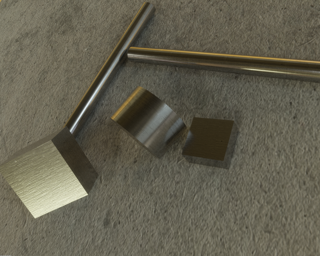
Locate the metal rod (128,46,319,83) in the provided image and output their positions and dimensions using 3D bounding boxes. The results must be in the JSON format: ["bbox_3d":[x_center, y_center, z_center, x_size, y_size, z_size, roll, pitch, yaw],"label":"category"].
[{"bbox_3d":[0.078,-0.088,0.415,0.300,0.025,0.025,14,69,33],"label":"metal rod"}]

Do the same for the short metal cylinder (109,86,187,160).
[{"bbox_3d":[-0.015,-0.006,0.379,0.080,0.080,0.050,35,81,38],"label":"short metal cylinder"}]

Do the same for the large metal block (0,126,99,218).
[{"bbox_3d":[-0.140,0.056,0.397,0.080,0.080,0.050,-26,15,12],"label":"large metal block"}]

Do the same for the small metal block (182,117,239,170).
[{"bbox_3d":[0.059,0.017,0.362,0.050,0.025,0.050,6,65,30],"label":"small metal block"}]

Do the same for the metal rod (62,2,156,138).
[{"bbox_3d":[-0.088,-0.084,0.499,0.025,0.025,0.300,17,70,34],"label":"metal rod"}]
